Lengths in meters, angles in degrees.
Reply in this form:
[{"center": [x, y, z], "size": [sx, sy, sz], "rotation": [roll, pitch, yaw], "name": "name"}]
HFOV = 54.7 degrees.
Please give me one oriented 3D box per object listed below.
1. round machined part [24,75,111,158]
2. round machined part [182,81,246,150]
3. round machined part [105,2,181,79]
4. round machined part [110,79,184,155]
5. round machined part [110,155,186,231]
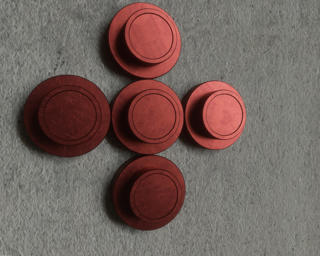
[{"center": [-0.106, -0.014, 0.363], "size": [0.099, 0.042, 0.097], "rotation": [0, 90, -21], "name": "round machined part"}, {"center": [0.079, -0.018, 0.432], "size": [0.099, 0.042, 0.097], "rotation": [0, 90, -21], "name": "round machined part"}, {"center": [-0.017, -0.112, 0.396], "size": [0.099, 0.042, 0.097], "rotation": [0, 90, -21], "name": "round machined part"}, {"center": [-0.013, -0.014, 0.397], "size": [0.099, 0.042, 0.097], "rotation": [0, 90, -21], "name": "round machined part"}, {"center": [-0.011, 0.084, 0.398], "size": [0.099, 0.042, 0.097], "rotation": [0, 90, -21], "name": "round machined part"}]
